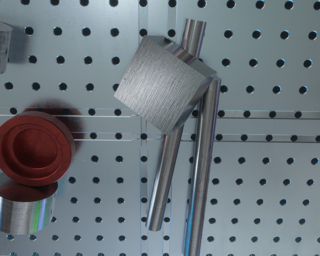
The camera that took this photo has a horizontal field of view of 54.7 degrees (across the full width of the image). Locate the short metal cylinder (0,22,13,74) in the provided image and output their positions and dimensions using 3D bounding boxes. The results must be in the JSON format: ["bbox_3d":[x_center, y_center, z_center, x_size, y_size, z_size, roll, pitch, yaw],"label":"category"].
[{"bbox_3d":[-0.213,-0.097,0.346,0.080,0.080,0.050,17,109,-6],"label":"short metal cylinder"}]

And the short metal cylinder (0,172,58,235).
[{"bbox_3d":[-0.183,0.096,0.418,0.080,0.080,0.050,14,110,-5],"label":"short metal cylinder"}]

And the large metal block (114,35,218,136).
[{"bbox_3d":[0.006,-0.051,0.361,0.080,0.050,0.080,37,116,11],"label":"large metal block"}]

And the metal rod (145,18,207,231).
[{"bbox_3d":[0.017,0.010,0.417,0.025,0.025,0.298,10,110,-4],"label":"metal rod"}]

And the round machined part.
[{"bbox_3d":[-0.162,0.024,0.410,0.099,0.042,0.097,0,108,-1],"label":"round machined part"}]

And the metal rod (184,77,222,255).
[{"bbox_3d":[0.057,0.077,0.441,0.025,0.025,0.298,3,110,-1],"label":"metal rod"}]
